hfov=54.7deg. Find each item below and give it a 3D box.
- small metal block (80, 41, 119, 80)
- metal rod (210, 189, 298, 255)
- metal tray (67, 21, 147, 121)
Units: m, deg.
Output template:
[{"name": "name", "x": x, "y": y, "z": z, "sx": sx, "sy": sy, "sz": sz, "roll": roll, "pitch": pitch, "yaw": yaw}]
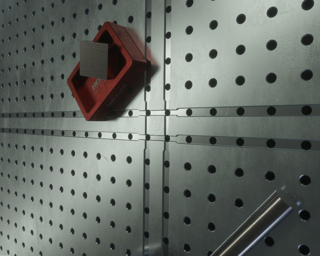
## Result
[{"name": "small metal block", "x": -0.089, "y": -0.099, "z": 0.451, "sx": 0.050, "sy": 0.025, "sz": 0.050, "roll": 13, "pitch": 109, "yaw": 25}, {"name": "metal rod", "x": 0.049, "y": 0.181, "z": 0.367, "sx": 0.025, "sy": 0.025, "sz": 0.298, "roll": 49, "pitch": 118, "yaw": 28}, {"name": "metal tray", "x": -0.085, "y": -0.083, "z": 0.473, "sx": 0.129, "sy": 0.030, "sz": 0.090, "roll": -46, "pitch": 63, "yaw": 30}]
